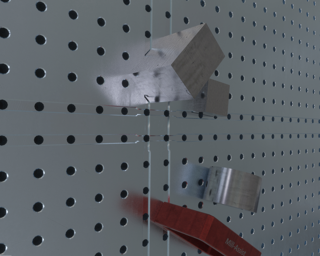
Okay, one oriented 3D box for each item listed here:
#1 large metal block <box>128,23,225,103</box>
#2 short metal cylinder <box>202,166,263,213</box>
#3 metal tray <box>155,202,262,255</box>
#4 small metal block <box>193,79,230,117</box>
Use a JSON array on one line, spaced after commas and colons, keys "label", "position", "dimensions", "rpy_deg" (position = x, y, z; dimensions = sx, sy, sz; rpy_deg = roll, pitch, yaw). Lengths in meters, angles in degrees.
[{"label": "large metal block", "position": [0.021, -0.079, 0.391], "dimensions": [0.050, 0.080, 0.080], "rpy_deg": [52, 60, -28]}, {"label": "short metal cylinder", "position": [0.109, 0.092, 0.465], "dimensions": [0.080, 0.080, 0.050], "rpy_deg": [24, 75, -38]}, {"label": "metal tray", "position": [0.066, 0.149, 0.422], "dimensions": [0.130, 0.090, 0.030], "rpy_deg": [42, 65, -32]}, {"label": "small metal block", "position": [0.080, -0.045, 0.476], "dimensions": [0.050, 0.025, 0.050], "rpy_deg": [9, 84, -40]}]
